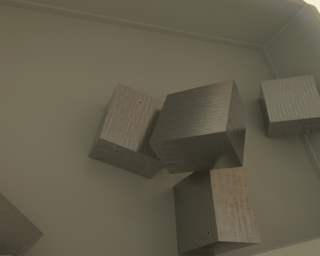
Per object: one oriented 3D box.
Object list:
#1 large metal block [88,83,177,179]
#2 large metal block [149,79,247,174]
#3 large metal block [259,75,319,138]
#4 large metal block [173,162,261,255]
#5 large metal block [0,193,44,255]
[{"bbox_3d":[-0.030,0.005,0.372,0.080,0.050,0.080,23,53,-15],"label":"large metal block"},{"bbox_3d":[0.044,-0.001,0.333,0.050,0.080,0.080,58,35,-34],"label":"large metal block"},{"bbox_3d":[0.210,-0.035,0.503,0.080,0.050,0.080,-6,58,9],"label":"large metal block"},{"bbox_3d":[0.058,0.093,0.347,0.050,0.080,0.080,12,57,-23],"label":"large metal block"},{"bbox_3d":[-0.147,0.081,0.233,0.080,0.080,0.050,43,83,1],"label":"large metal block"}]
